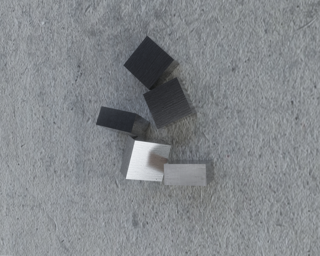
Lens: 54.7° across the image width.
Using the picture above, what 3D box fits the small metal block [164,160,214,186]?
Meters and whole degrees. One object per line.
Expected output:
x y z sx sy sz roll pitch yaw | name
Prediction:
0.037 0.054 0.382 0.050 0.050 0.025 -2 89 20 | small metal block

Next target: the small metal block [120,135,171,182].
-0.019 0.039 0.399 0.025 0.050 0.050 32 110 61 | small metal block

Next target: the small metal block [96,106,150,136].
-0.048 -0.006 0.410 0.050 0.050 0.025 13 83 19 | small metal block

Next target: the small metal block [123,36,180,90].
-0.011 -0.085 0.413 0.050 0.025 0.050 45 104 14 | small metal block

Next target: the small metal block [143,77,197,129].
0.013 -0.031 0.404 0.050 0.025 0.050 -25 82 18 | small metal block
